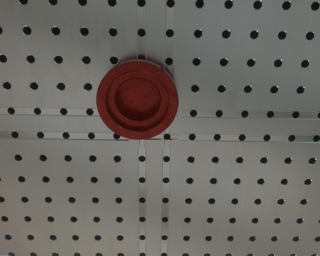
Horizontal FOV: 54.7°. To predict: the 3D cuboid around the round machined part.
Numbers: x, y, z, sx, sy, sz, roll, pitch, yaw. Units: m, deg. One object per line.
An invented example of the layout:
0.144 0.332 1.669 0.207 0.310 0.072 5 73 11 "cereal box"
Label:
-0.027 -0.038 0.390 0.099 0.042 0.097 0 110 -1 "round machined part"
